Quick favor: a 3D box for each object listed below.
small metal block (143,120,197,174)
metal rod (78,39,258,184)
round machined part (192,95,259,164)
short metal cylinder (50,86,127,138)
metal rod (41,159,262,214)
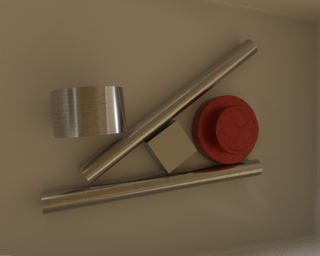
[{"bbox_3d":[0.013,0.024,0.414,0.050,0.025,0.050,-37,102,-16],"label":"small metal block"},{"bbox_3d":[0.022,-0.031,0.418,0.301,0.025,0.025,-38,103,-16],"label":"metal rod"},{"bbox_3d":[0.099,0.002,0.436,0.099,0.042,0.097,0,90,-21],"label":"round machined part"},{"bbox_3d":[-0.080,-0.018,0.351,0.081,0.080,0.050,-5,92,-20],"label":"short metal cylinder"},{"bbox_3d":[0.004,0.073,0.412,0.303,0.025,0.025,-6,92,-20],"label":"metal rod"}]
